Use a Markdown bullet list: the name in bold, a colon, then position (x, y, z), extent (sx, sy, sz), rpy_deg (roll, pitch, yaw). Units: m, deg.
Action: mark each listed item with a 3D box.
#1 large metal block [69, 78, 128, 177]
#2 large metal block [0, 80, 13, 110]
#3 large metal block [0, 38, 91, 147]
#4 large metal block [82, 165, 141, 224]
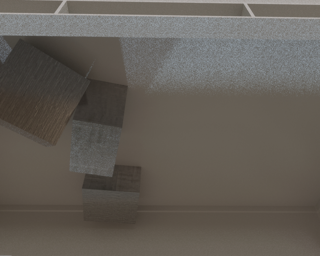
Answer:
- **large metal block**: position (-0.073, -0.001, 0.372), extent (0.050, 0.080, 0.079), rpy_deg (10, 130, -9)
- **large metal block**: position (-0.229, -0.046, 0.351), extent (0.080, 0.050, 0.080), rpy_deg (-12, 129, 10)
- **large metal block**: position (-0.136, -0.034, 0.334), extent (0.080, 0.080, 0.050), rpy_deg (31, 160, -24)
- **large metal block**: position (-0.074, 0.102, 0.479), extent (0.081, 0.050, 0.079), rpy_deg (5, 130, -5)
